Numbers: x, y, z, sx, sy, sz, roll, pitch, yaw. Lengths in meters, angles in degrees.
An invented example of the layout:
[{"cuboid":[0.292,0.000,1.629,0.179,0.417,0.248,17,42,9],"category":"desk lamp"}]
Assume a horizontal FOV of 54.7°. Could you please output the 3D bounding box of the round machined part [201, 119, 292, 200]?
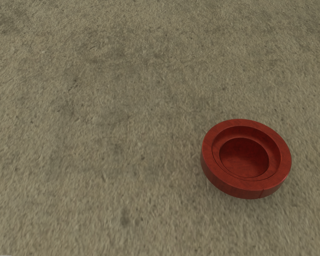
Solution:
[{"cuboid":[0.096,0.039,0.361,0.099,0.042,0.098,0,50,0],"category":"round machined part"}]
